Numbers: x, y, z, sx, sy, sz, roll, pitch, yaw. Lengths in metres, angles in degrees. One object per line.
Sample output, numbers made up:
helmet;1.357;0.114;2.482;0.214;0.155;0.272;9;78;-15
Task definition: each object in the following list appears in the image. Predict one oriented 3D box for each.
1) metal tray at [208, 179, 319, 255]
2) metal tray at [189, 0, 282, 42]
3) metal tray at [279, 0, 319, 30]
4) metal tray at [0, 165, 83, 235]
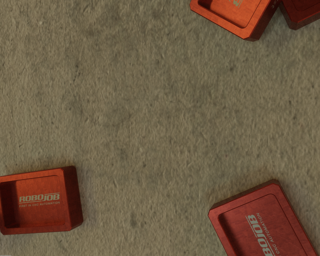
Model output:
metal tray;0.126;0.137;0.361;0.090;0.030;0.130;-29;81;17
metal tray;0.100;-0.175;0.343;0.090;0.030;0.129;40;119;26
metal tray;0.166;-0.190;0.347;0.090;0.030;0.129;-24;82;18
metal tray;-0.185;0.110;0.469;0.130;0.030;0.089;-10;87;19
